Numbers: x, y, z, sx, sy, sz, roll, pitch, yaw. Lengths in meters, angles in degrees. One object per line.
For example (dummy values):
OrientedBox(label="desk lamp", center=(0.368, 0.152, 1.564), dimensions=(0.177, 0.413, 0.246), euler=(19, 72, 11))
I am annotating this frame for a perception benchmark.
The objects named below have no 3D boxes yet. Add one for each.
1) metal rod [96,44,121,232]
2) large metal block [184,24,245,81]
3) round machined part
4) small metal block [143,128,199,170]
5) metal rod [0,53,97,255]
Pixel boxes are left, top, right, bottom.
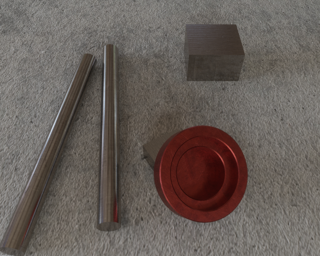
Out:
OrientedBox(label="metal rod", center=(-0.067, -0.013, 0.413), dimensions=(0.025, 0.025, 0.300), euler=(-4, 50, -4))
OrientedBox(label="large metal block", center=(0.082, -0.120, 0.489), dimensions=(0.081, 0.050, 0.080), euler=(0, 50, -1))
OrientedBox(label="round machined part", center=(0.040, 0.048, 0.332), dimensions=(0.099, 0.042, 0.097), euler=(3, 81, -18))
OrientedBox(label="small metal block", center=(0.014, 0.035, 0.374), dimensions=(0.050, 0.025, 0.050), euler=(-25, 55, -20))
OrientedBox(label="metal rod", center=(-0.128, 0.006, 0.396), dimensions=(0.025, 0.025, 0.300), euler=(5, 50, 3))
